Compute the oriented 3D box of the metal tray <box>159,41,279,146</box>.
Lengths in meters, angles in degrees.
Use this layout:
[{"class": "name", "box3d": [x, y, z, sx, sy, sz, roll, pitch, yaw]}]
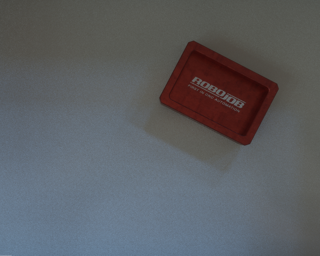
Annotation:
[{"class": "metal tray", "box3d": [0.076, -0.045, 0.409, 0.130, 0.030, 0.090, 27, 90, -1]}]
